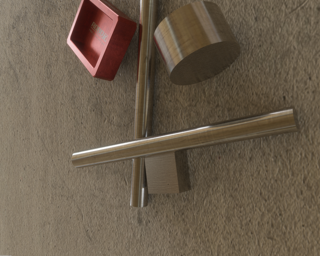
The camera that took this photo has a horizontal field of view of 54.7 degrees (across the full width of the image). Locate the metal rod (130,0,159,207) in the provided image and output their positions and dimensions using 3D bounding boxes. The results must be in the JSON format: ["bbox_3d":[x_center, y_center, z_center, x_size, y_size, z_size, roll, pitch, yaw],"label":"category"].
[{"bbox_3d":[-0.021,-0.043,0.422,0.025,0.025,0.298,5,93,40],"label":"metal rod"}]

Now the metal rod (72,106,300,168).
[{"bbox_3d":[0.006,0.019,0.375,0.300,0.025,0.025,-13,82,31],"label":"metal rod"}]

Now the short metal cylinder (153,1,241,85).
[{"bbox_3d":[0.039,-0.089,0.337,0.080,0.081,0.050,-33,69,35],"label":"short metal cylinder"}]

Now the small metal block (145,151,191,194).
[{"bbox_3d":[0.009,0.057,0.397,0.050,0.025,0.050,-11,83,39],"label":"small metal block"}]

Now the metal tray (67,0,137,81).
[{"bbox_3d":[-0.092,-0.139,0.461,0.130,0.030,0.089,49,119,41],"label":"metal tray"}]
